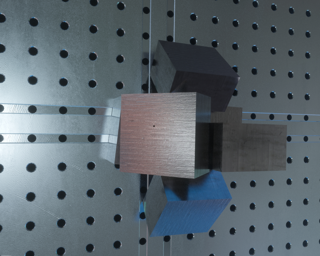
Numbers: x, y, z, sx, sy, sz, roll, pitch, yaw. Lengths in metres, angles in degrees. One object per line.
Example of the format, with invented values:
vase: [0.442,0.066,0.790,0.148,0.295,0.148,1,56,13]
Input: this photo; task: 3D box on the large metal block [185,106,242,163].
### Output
large metal block: [0.062,0.010,0.421,0.081,0.050,0.080,3,89,-20]

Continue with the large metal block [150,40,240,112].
large metal block: [0.040,-0.066,0.390,0.081,0.080,0.050,2,128,-20]

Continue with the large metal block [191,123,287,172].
large metal block: [0.087,0.020,0.362,0.081,0.080,0.050,2,89,-20]

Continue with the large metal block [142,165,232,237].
large metal block: [0.030,0.091,0.388,0.081,0.050,0.079,2,134,-20]

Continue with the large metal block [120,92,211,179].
large metal block: [0.007,0.006,0.324,0.080,0.050,0.080,1,90,25]

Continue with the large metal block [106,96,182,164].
large metal block: [-0.019,0.006,0.393,0.081,0.050,0.080,7,88,-20]
